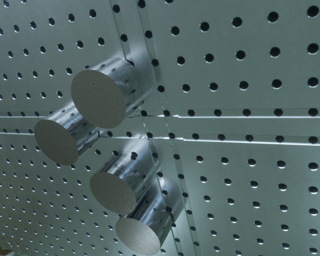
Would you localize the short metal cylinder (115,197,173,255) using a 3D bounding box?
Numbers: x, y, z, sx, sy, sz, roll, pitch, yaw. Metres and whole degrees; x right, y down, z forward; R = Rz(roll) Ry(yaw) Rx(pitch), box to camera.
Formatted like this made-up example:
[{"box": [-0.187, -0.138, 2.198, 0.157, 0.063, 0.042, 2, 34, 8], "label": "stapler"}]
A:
[{"box": [-0.025, 0.161, 0.508, 0.080, 0.050, 0.079, 13, 124, 21], "label": "short metal cylinder"}]

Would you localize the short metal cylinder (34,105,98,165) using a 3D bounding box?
[{"box": [-0.144, 0.011, 0.478, 0.080, 0.050, 0.079, 13, 124, 21], "label": "short metal cylinder"}]

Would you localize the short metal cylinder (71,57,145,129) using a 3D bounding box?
[{"box": [-0.067, -0.046, 0.402, 0.080, 0.050, 0.079, 13, 124, 21], "label": "short metal cylinder"}]

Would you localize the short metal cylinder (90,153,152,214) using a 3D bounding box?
[{"box": [-0.060, 0.086, 0.480, 0.080, 0.050, 0.079, 13, 124, 21], "label": "short metal cylinder"}]
